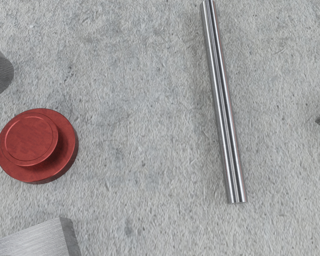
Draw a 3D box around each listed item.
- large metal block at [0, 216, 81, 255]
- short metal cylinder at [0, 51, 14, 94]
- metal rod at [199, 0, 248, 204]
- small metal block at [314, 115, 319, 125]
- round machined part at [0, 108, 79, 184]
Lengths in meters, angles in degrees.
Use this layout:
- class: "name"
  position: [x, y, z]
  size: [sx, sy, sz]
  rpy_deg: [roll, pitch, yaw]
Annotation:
- class: "large metal block"
  position: [-0.132, 0.152, 0.338]
  size: [0.081, 0.050, 0.080]
  rpy_deg: [-19, 71, -7]
- class: "short metal cylinder"
  position: [-0.243, -0.078, 0.404]
  size: [0.080, 0.080, 0.050]
  rpy_deg: [-42, 76, -14]
- class: "metal rod"
  position: [0.084, -0.049, 0.426]
  size: [0.025, 0.025, 0.299]
  rpy_deg: [-4, 70, -2]
- class: "small metal block"
  position: [0.249, -0.014, 0.416]
  size: [0.050, 0.025, 0.050]
  rpy_deg: [43, 75, 13]
- class: "round machined part"
  position: [-0.157, 0.019, 0.390]
  size: [0.099, 0.042, 0.098]
  rpy_deg: [0, 70, -1]
